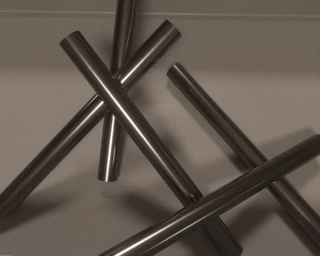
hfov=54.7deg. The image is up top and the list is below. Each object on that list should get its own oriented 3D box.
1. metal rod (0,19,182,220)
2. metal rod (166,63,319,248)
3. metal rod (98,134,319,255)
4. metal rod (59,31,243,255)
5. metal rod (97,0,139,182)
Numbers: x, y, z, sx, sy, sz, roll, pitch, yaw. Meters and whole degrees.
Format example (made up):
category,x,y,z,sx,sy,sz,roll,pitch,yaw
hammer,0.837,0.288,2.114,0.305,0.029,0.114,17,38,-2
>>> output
category,x,y,z,sx,sy,sz,roll,pitch,yaw
metal rod,-0.090,-0.005,0.357,0.300,0.025,0.025,-45,76,6
metal rod,0.111,0.029,0.400,0.025,0.025,0.300,-36,74,-12
metal rod,0.078,0.072,0.338,0.302,0.025,0.025,-23,71,-23
metal rod,-0.003,0.027,0.338,0.025,0.025,0.299,-39,99,-13
metal rod,-0.047,-0.083,0.374,0.025,0.025,0.298,8,95,2
